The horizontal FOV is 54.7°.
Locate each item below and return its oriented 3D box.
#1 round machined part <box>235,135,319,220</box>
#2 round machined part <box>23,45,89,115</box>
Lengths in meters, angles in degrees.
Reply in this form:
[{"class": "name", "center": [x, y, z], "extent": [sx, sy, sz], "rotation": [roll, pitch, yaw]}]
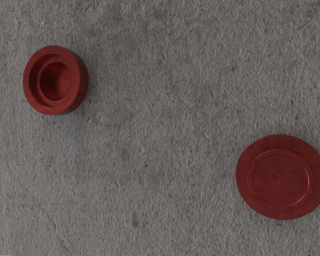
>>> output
[{"class": "round machined part", "center": [0.136, 0.056, 0.352], "extent": [0.098, 0.042, 0.097], "rotation": [0, 90, 20]}, {"class": "round machined part", "center": [-0.145, -0.067, 0.451], "extent": [0.098, 0.042, 0.097], "rotation": [0, 90, 20]}]
